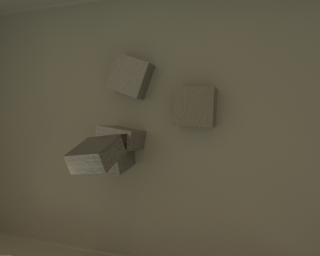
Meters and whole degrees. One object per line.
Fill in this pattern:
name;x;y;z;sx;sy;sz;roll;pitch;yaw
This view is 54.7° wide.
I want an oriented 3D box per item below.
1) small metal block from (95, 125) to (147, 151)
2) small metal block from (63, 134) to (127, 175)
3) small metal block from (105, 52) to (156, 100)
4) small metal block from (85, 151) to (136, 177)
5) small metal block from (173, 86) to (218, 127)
small metal block;-0.052;0.013;0.415;0.050;0.050;0.025;10;93;19
small metal block;-0.076;0.031;0.371;0.050;0.050;0.025;-6;111;26
small metal block;-0.041;-0.071;0.424;0.050;0.025;0.050;22;97;18
small metal block;-0.068;0.045;0.418;0.050;0.050;0.025;-6;98;19
small metal block;0.045;-0.027;0.394;0.050;0.025;0.050;3;91;19
